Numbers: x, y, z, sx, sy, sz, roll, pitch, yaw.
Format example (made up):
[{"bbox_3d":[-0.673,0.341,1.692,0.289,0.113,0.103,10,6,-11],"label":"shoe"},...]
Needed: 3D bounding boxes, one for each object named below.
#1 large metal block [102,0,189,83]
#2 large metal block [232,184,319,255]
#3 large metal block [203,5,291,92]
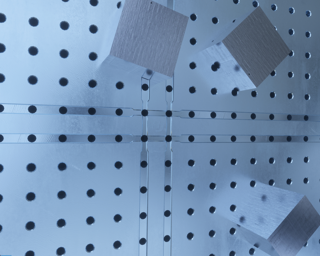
[{"bbox_3d":[-0.019,-0.111,0.392,0.080,0.050,0.080,17,84,-19],"label":"large metal block"},{"bbox_3d":[0.165,0.133,0.444,0.080,0.080,0.050,-42,103,-15],"label":"large metal block"},{"bbox_3d":[0.125,-0.111,0.445,0.080,0.050,0.080,-45,104,-14],"label":"large metal block"}]
